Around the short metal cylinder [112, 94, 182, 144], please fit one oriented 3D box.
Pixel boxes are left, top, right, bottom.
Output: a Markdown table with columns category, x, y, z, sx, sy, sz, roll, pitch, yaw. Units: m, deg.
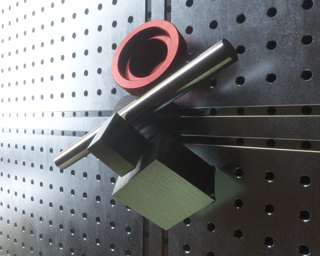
| category | x | y | z | sx | sy | sz | roll | pitch | yaw |
| --- | --- | --- | --- | --- | --- | --- | --- | --- | --- |
| short metal cylinder | -0.019 | -0.003 | 0.406 | 0.080 | 0.050 | 0.079 | 0 | 90 | 39 |

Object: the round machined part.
| category | x | y | z | sx | sy | sz | roll | pitch | yaw |
| --- | --- | --- | --- | --- | --- | --- | --- | --- | --- |
| round machined part | -0.009 | -0.082 | 0.389 | 0.098 | 0.042 | 0.098 | -14 | 60 | 27 |

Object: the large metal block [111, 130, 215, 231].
| category | x | y | z | sx | sy | sz | roll | pitch | yaw |
| --- | --- | --- | --- | --- | --- | --- | --- | --- | --- |
| large metal block | 0.005 | 0.062 | 0.357 | 0.080 | 0.050 | 0.080 | 37 | 123 | -16 |

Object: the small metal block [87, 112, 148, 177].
| category | x | y | z | sx | sy | sz | roll | pitch | yaw |
| --- | --- | --- | --- | --- | --- | --- | --- | --- | --- |
| small metal block | -0.047 | 0.018 | 0.350 | 0.050 | 0.050 | 0.025 | 42 | 126 | -17 |

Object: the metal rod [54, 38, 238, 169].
| category | x | y | z | sx | sy | sz | roll | pitch | yaw |
| --- | --- | --- | --- | --- | --- | --- | --- | --- | --- |
| metal rod | -0.040 | -0.012 | 0.375 | 0.299 | 0.025 | 0.025 | -30 | 72 | 35 |
